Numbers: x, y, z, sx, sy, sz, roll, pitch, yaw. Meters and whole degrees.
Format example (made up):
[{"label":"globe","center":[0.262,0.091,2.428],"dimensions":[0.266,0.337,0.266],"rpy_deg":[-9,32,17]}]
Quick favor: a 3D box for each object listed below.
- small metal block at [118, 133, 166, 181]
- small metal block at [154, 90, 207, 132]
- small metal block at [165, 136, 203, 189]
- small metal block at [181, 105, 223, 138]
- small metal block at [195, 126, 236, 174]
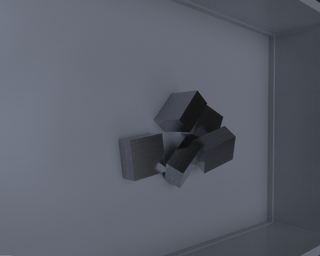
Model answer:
[{"label":"small metal block","center":[-0.022,0.035,0.390],"dimensions":[0.050,0.025,0.050],"rpy_deg":[-10,97,-40]},{"label":"small metal block","center":[0.027,-0.022,0.415],"dimensions":[0.025,0.050,0.050],"rpy_deg":[48,61,-30]},{"label":"small metal block","center":[0.032,0.047,0.418],"dimensions":[0.050,0.025,0.050],"rpy_deg":[-51,161,-28]},{"label":"small metal block","center":[0.064,-0.004,0.463],"dimensions":[0.050,0.025,0.050],"rpy_deg":[30,71,-36]},{"label":"small metal block","center":[0.078,0.031,0.442],"dimensions":[0.050,0.025,0.050],"rpy_deg":[-24,138,-16]}]
